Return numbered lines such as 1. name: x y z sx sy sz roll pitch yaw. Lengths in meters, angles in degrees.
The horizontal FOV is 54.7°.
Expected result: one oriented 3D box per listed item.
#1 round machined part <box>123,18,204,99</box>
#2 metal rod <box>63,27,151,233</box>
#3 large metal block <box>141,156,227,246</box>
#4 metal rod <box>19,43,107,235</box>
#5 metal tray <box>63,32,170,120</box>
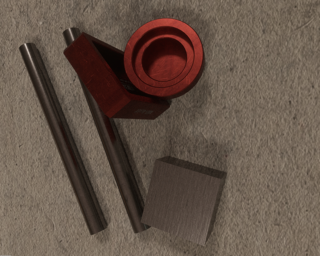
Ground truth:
1. round machined part: 0.007 -0.083 0.391 0.098 0.042 0.097 -1 84 12
2. metal rod: -0.076 -0.002 0.434 0.025 0.025 0.299 -23 82 18
3. large metal block: 0.031 0.086 0.384 0.080 0.050 0.079 15 95 19
4. metal rod: -0.146 0.011 0.458 0.025 0.025 0.299 -26 82 18
5. metal tray: -0.044 -0.055 0.367 0.030 0.130 0.090 -39 78 16
